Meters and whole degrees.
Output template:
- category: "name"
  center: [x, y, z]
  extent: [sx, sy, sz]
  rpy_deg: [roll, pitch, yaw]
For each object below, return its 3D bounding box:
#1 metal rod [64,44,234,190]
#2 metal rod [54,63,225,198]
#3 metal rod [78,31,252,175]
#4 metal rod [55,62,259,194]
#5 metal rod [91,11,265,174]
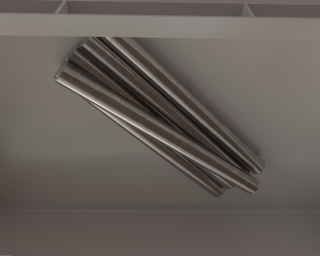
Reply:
- category: "metal rod"
  center: [0.006, 0.001, 0.408]
  extent: [0.025, 0.025, 0.301]
  rpy_deg: [-36, 122, 26]
- category: "metal rod"
  center: [-0.009, 0.016, 0.421]
  extent: [0.025, 0.025, 0.301]
  rpy_deg: [-36, 122, 26]
- category: "metal rod"
  center: [0.025, -0.011, 0.398]
  extent: [0.025, 0.025, 0.301]
  rpy_deg: [-36, 122, 26]
- category: "metal rod"
  center: [0.015, 0.012, 0.384]
  extent: [0.301, 0.025, 0.025]
  rpy_deg: [31, 123, -24]
- category: "metal rod"
  center: [0.041, -0.026, 0.385]
  extent: [0.025, 0.025, 0.301]
  rpy_deg: [-36, 122, 26]
